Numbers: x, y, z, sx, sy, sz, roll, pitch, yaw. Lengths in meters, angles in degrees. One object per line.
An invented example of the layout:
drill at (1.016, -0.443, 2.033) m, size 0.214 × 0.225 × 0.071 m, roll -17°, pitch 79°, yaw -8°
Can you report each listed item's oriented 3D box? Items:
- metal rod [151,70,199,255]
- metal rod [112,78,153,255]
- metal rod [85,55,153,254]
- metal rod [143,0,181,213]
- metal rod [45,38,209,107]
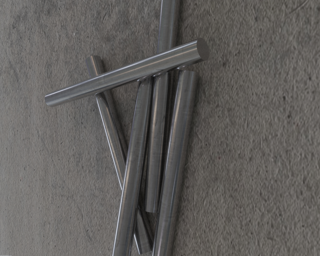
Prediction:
metal rod at (0.014, 0.078, 0.393) m, size 0.025 × 0.025 × 0.298 m, roll 14°, pitch 99°, yaw 39°
metal rod at (-0.037, 0.076, 0.410) m, size 0.025 × 0.025 × 0.298 m, roll 6°, pitch 86°, yaw 40°
metal rod at (-0.062, 0.029, 0.455) m, size 0.025 × 0.025 × 0.299 m, roll -29°, pitch 72°, yaw 36°
metal rod at (0.003, -0.040, 0.402) m, size 0.025 × 0.025 × 0.298 m, roll 9°, pitch 95°, yaw 39°
metal rod at (-0.068, -0.066, 0.427) m, size 0.300 × 0.025 × 0.025 m, roll -9°, pitch 84°, yaw 39°
